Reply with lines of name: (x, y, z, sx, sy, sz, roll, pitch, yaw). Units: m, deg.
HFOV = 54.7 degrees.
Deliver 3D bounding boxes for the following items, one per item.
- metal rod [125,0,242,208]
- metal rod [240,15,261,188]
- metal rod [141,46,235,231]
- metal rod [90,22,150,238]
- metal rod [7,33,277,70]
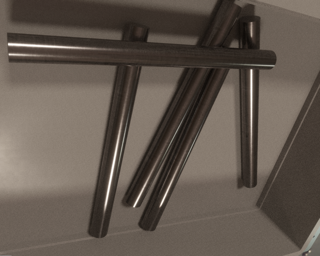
metal rod: (0.023, -0.019, 0.411, 0.025, 0.025, 0.298, 14, 111, -34)
metal rod: (0.138, -0.018, 0.474, 0.025, 0.025, 0.298, -23, 127, -15)
metal rod: (0.035, 0.027, 0.446, 0.025, 0.025, 0.298, 9, 114, -33)
metal rod: (-0.056, 0.022, 0.392, 0.025, 0.025, 0.298, 0, 119, -29)
metal rod: (0.006, -0.078, 0.331, 0.303, 0.025, 0.025, -4, 120, -27)
